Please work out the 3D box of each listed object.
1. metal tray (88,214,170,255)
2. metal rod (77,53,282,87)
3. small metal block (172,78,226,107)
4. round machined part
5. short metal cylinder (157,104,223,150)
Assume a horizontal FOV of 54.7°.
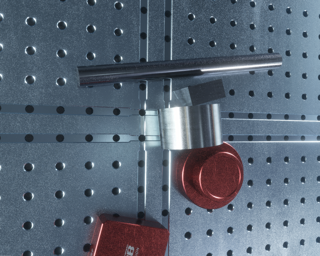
[{"bbox_3d":[-0.048,0.183,0.394,0.091,0.030,0.129,16,85,-20],"label":"metal tray"},{"bbox_3d":[0.041,-0.083,0.428,0.303,0.025,0.025,-9,93,-20],"label":"metal rod"},{"bbox_3d":[0.052,-0.046,0.420,0.050,0.050,0.025,-16,95,-20],"label":"small metal block"},{"bbox_3d":[0.077,0.066,0.434,0.099,0.042,0.097,0,90,-21],"label":"round machined part"},{"bbox_3d":[0.039,-0.003,0.399,0.081,0.080,0.050,-6,93,-20],"label":"short metal cylinder"}]
